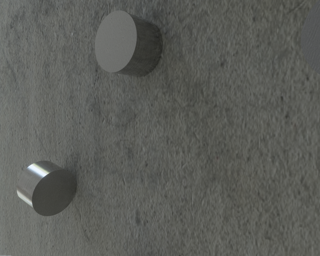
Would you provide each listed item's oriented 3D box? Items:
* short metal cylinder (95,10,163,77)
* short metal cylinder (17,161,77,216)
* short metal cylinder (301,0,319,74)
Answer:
[{"bbox_3d":[-0.043,-0.112,0.422,0.080,0.050,0.079,0,90,39],"label":"short metal cylinder"},{"bbox_3d":[-0.190,0.101,0.523,0.050,0.081,0.079,17,101,38],"label":"short metal cylinder"},{"bbox_3d":[0.165,-0.074,0.252,0.080,0.050,0.079,0,90,39],"label":"short metal cylinder"}]
